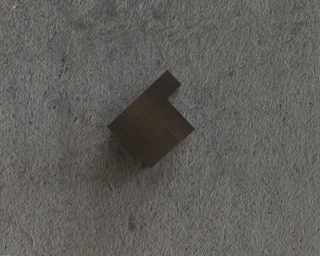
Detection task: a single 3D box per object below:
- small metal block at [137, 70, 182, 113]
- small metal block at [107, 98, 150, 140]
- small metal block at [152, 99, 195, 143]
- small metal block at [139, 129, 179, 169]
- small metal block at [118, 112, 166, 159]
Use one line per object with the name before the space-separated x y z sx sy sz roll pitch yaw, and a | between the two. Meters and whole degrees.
small metal block | -0.001 -0.044 0.398 0.050 0.050 0.025 -43 91 0
small metal block | -0.037 -0.010 0.398 0.050 0.050 0.025 -43 91 0
small metal block | 0.016 -0.008 0.399 0.025 0.050 0.050 -43 91 0
small metal block | -0.011 0.018 0.411 0.050 0.025 0.050 -43 91 0
small metal block | -0.020 0.008 0.373 0.050 0.050 0.025 -43 91 0
